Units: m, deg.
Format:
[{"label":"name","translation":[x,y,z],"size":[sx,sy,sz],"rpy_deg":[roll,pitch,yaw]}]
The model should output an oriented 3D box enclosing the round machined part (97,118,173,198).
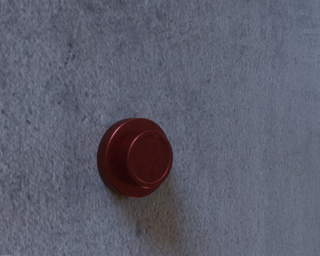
[{"label":"round machined part","translation":[-0.023,0.036,0.377],"size":[0.099,0.042,0.097],"rpy_deg":[0,90,-40]}]
